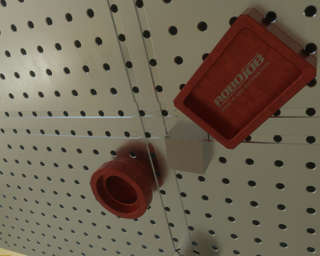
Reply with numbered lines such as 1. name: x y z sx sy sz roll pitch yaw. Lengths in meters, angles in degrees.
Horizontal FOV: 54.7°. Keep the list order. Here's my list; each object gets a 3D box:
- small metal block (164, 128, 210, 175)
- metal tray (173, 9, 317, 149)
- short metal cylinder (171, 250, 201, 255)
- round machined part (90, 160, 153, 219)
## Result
1. small metal block: 0.037 0.031 0.410 0.050 0.025 0.050 7 121 24
2. metal tray: 0.085 -0.046 0.333 0.090 0.030 0.129 39 129 1
3. short metal cylinder: 0.046 0.257 0.528 0.080 0.050 0.079 13 124 20
4. round machined part: -0.055 0.091 0.484 0.098 0.042 0.097 13 124 20
